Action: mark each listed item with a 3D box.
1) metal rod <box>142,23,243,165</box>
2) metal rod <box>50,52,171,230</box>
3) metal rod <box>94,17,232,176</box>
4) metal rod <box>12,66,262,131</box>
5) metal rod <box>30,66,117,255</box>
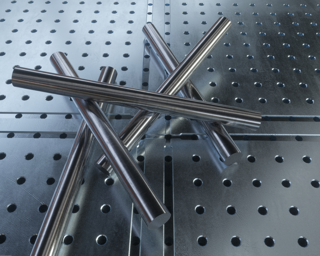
[{"bbox_3d":[0.035,-0.070,0.466,0.025,0.025,0.300,-17,52,-14],"label":"metal rod"},{"bbox_3d":[-0.077,-0.008,0.377,0.025,0.025,0.300,-24,52,-19],"label":"metal rod"},{"bbox_3d":[0.017,-0.058,0.428,0.025,0.025,0.301,28,64,21],"label":"metal rod"},{"bbox_3d":[-0.025,-0.035,0.383,0.302,0.025,0.025,10,50,-4],"label":"metal rod"},{"bbox_3d":[-0.097,0.028,0.382,0.025,0.025,0.300,6,50,4],"label":"metal rod"}]
